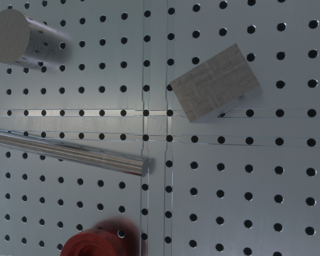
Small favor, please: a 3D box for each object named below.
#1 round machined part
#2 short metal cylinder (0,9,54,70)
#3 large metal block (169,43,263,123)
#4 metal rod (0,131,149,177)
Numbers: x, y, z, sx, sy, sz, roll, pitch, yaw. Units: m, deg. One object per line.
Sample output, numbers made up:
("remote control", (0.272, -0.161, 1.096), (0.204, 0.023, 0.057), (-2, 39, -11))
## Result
("round machined part", (-0.088, 0.189, 0.434), (0.098, 0.042, 0.097), (0, 90, 20))
("short metal cylinder", (-0.213, -0.134, 0.474), (0.080, 0.050, 0.079), (0, 90, 20))
("large metal block", (0.068, -0.046, 0.359), (0.080, 0.080, 0.050), (-29, 81, 17))
("metal rod", (-0.160, 0.033, 0.468), (0.301, 0.025, 0.025), (9, 93, 19))
